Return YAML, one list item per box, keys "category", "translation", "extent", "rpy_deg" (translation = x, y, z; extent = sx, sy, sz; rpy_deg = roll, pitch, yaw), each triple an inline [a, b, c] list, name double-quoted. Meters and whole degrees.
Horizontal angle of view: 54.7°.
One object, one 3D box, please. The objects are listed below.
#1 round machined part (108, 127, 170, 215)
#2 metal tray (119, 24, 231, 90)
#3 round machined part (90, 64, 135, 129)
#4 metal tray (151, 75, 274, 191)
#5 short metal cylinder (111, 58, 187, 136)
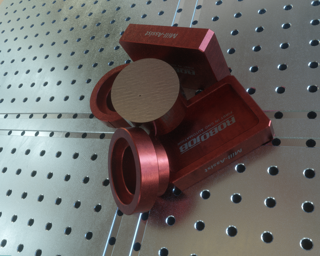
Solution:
- category: "round machined part"
  translation: [-0.023, 0.047, 0.357]
  extent: [0.098, 0.042, 0.097]
  rpy_deg: [7, 98, 61]
- category: "metal tray"
  translation: [0.020, -0.092, 0.411]
  extent: [0.130, 0.090, 0.030]
  rpy_deg: [16, 71, 34]
- category: "round machined part"
  translation: [-0.048, -0.042, 0.447]
  extent: [0.098, 0.042, 0.098]
  rpy_deg: [-13, 56, 20]
- category: "metal tray"
  translation: [0.055, 0.004, 0.372]
  extent: [0.130, 0.030, 0.090]
  rpy_deg: [-32, 52, 7]
- category: "short metal cylinder"
  translation: [-0.011, -0.036, 0.371]
  extent: [0.080, 0.050, 0.080]
  rpy_deg: [-5, 70, 13]
